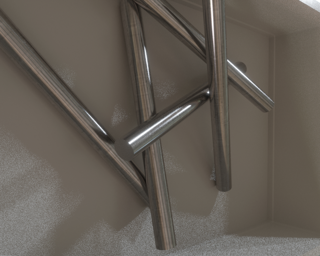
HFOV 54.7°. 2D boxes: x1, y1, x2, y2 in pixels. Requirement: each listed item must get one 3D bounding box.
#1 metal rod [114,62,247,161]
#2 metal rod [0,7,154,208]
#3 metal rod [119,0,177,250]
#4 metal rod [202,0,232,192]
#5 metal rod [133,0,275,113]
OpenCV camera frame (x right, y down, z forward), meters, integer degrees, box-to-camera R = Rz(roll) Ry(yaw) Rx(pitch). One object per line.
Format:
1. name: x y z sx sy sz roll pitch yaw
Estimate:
1. metal rod: 0.049 -0.039 0.414 0.302 0.025 0.025 -36 113 -46
2. metal rod: -0.083 -0.007 0.338 0.025 0.025 0.300 -52 121 -27
3. metal rod: -0.015 -0.006 0.374 0.025 0.025 0.298 -8 88 -40
4. metal rod: 0.080 -0.029 0.416 0.025 0.025 0.298 -37 131 -34
5. metal rod: 0.061 -0.104 0.415 0.301 0.025 0.025 32 70 -31
